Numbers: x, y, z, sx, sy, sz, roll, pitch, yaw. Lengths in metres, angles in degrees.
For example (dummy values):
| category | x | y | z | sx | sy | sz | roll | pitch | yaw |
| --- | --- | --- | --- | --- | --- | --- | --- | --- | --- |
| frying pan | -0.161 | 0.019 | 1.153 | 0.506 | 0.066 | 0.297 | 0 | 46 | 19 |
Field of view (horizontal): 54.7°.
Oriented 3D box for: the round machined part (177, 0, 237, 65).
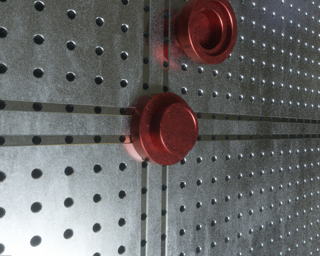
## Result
| category | x | y | z | sx | sy | sz | roll | pitch | yaw |
| --- | --- | --- | --- | --- | --- | --- | --- | --- | --- |
| round machined part | 0.064 | -0.141 | 0.448 | 0.099 | 0.042 | 0.097 | -8 | 103 | -37 |

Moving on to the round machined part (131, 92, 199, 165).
| category | x | y | z | sx | sy | sz | roll | pitch | yaw |
| --- | --- | --- | --- | --- | --- | --- | --- | --- | --- |
| round machined part | 0.013 | 0.001 | 0.411 | 0.099 | 0.042 | 0.097 | 0 | 90 | -40 |
